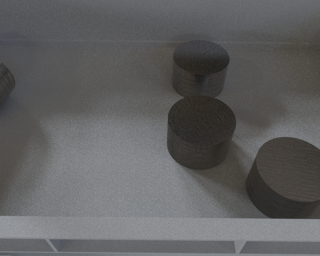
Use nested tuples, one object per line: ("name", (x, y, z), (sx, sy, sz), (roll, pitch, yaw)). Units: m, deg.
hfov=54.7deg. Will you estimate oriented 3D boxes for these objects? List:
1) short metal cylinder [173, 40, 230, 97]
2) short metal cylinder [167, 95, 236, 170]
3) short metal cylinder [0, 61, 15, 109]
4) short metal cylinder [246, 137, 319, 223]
("short metal cylinder", (0.059, -0.087, 0.462), (0.081, 0.050, 0.080), (0, 50, 0))
("short metal cylinder", (0.049, 0.005, 0.385), (0.081, 0.050, 0.080), (0, 50, 0))
("short metal cylinder", (-0.246, -0.058, 0.415), (0.080, 0.080, 0.050), (8, 51, 6))
("short metal cylinder", (0.142, 0.057, 0.343), (0.081, 0.050, 0.080), (0, 50, 0))
